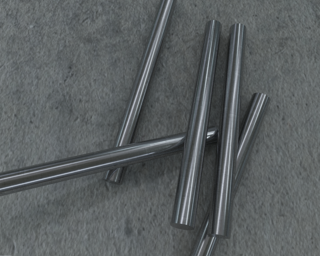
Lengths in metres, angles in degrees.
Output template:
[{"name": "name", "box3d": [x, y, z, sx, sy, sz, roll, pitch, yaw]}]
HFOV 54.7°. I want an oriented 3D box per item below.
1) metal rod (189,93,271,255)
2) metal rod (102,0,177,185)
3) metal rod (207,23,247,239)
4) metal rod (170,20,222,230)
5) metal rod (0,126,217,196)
[{"name": "metal rod", "box3d": [0.076, 0.087, 0.377, 0.025, 0.025, 0.300, 23, 71, 8]}, {"name": "metal rod", "box3d": [-0.022, -0.069, 0.433, 0.025, 0.025, 0.299, 14, 70, 4]}, {"name": "metal rod", "box3d": [0.090, -0.015, 0.398, 0.025, 0.025, 0.299, 10, 64, 3]}, {"name": "metal rod", "box3d": [0.052, -0.026, 0.391, 0.025, 0.025, 0.300, 11, 60, 3]}, {"name": "metal rod", "box3d": [-0.069, 0.039, 0.360, 0.302, 0.025, 0.025, -12, 70, -18]}]
